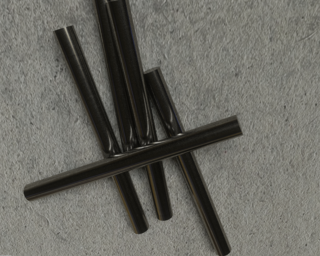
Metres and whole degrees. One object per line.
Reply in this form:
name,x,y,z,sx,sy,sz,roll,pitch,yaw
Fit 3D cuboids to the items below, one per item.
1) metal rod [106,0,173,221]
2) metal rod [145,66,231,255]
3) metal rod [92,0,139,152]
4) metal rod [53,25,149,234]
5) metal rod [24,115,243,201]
metal rod,-0.020,-0.005,0.395,0.025,0.025,0.298,-10,115,3
metal rod,0.043,0.059,0.431,0.025,0.025,0.299,-21,109,7
metal rod,-0.056,-0.091,0.375,0.025,0.025,0.298,-8,110,3
metal rod,-0.071,0.016,0.415,0.025,0.025,0.298,-16,110,6
metal rod,-0.046,0.044,0.393,0.301,0.025,0.025,-19,109,16
